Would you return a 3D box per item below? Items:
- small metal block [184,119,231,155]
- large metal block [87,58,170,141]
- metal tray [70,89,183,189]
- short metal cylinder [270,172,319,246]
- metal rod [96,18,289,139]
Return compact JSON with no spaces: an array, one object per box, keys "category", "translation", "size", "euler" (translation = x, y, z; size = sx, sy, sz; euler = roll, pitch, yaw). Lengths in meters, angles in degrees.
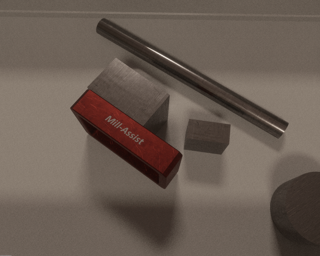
[{"category":"small metal block","translation":[0.058,0.012,0.393],"size":[0.050,0.050,0.025],"euler":[8,70,2]},{"category":"large metal block","translation":[-0.036,-0.029,0.390],"size":[0.080,0.080,0.050],"euler":[36,74,12]},{"category":"metal tray","translation":[-0.037,0.017,0.368],"size":[0.130,0.090,0.030],"euler":[35,74,11]},{"category":"short metal cylinder","translation":[0.178,0.096,0.364],"size":[0.081,0.050,0.080],"euler":[0,70,0]},{"category":"metal rod","translation":[0.038,-0.075,0.437],"size":[0.301,0.025,0.025],"euler":[32,73,10]}]
